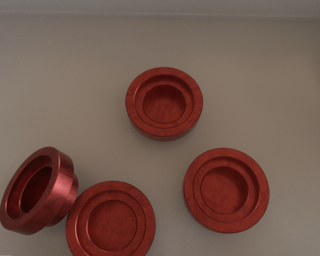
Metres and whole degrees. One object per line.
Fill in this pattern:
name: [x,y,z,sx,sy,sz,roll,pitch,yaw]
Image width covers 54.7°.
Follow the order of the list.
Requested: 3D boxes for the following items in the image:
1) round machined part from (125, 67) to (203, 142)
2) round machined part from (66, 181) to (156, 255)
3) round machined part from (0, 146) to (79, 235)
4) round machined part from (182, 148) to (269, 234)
round machined part: [0.005,-0.028,0.411,0.099,0.042,0.098,0,70,-1]
round machined part: [-0.054,0.113,0.359,0.099,0.042,0.098,0,70,-1]
round machined part: [-0.132,0.074,0.355,0.098,0.042,0.098,-24,46,27]
round machined part: [0.076,0.076,0.374,0.099,0.042,0.098,0,70,-1]
